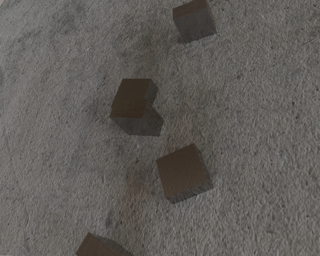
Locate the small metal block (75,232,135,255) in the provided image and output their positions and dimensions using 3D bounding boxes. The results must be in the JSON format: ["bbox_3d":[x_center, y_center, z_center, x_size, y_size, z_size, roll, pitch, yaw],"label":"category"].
[{"bbox_3d":[-0.052,0.139,0.330,0.050,0.050,0.025,20,73,35],"label":"small metal block"}]

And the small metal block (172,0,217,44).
[{"bbox_3d":[0.052,-0.158,0.458,0.050,0.050,0.025,-14,56,20],"label":"small metal block"}]

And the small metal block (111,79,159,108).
[{"bbox_3d":[-0.036,-0.044,0.450,0.050,0.025,0.050,5,64,30],"label":"small metal block"}]

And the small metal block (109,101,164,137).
[{"bbox_3d":[-0.030,-0.012,0.411,0.050,0.050,0.025,2,63,29],"label":"small metal block"}]

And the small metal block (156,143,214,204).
[{"bbox_3d":[0.028,0.053,0.357,0.050,0.025,0.050,-25,53,12],"label":"small metal block"}]
